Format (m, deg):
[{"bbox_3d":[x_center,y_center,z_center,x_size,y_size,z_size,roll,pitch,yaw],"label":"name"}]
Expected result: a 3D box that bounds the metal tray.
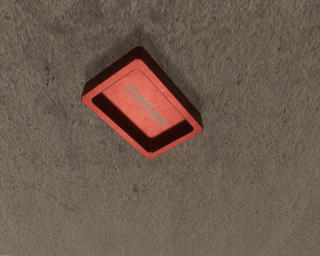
[{"bbox_3d":[-0.018,-0.024,0.382,0.090,0.030,0.130,-30,124,23],"label":"metal tray"}]
